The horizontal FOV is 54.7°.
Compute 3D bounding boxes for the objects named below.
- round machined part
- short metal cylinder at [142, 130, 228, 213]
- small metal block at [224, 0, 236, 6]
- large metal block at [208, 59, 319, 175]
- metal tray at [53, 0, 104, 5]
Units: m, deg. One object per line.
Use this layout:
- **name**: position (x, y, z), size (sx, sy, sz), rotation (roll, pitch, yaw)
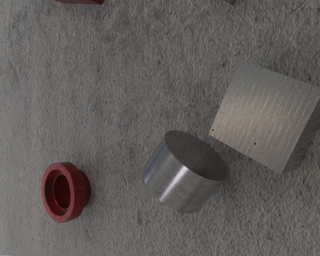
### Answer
- **round machined part**: position (-0.155, 0.106, 0.522), size (0.098, 0.042, 0.097), rotation (0, 90, 40)
- **short metal cylinder**: position (0.028, 0.047, 0.346), size (0.080, 0.081, 0.050), rotation (47, 118, 29)
- **small metal block**: position (0.076, -0.175, 0.343), size (0.050, 0.025, 0.050), rotation (-50, 61, 28)
- **large metal block**: position (0.107, -0.012, 0.301), size (0.080, 0.050, 0.079), rotation (31, 110, 35)
- **metal tray**: position (-0.139, -0.258, 0.516), size (0.130, 0.030, 0.089), rotation (20, 103, 38)
